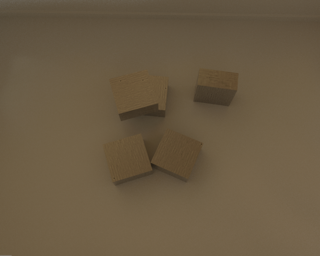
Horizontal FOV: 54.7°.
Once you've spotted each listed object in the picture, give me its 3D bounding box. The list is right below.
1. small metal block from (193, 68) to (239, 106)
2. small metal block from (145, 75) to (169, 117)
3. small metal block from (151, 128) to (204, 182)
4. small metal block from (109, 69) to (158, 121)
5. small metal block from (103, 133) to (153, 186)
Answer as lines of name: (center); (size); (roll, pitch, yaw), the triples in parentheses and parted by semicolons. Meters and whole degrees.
small metal block: (0.074, -0.054, 0.417); (0.050, 0.050, 0.025); (8, 70, 2)
small metal block: (-0.016, -0.045, 0.426); (0.050, 0.025, 0.050); (6, 70, 1)
small metal block: (0.022, 0.035, 0.397); (0.050, 0.025, 0.050); (23, 71, 8)
small metal block: (-0.033, -0.042, 0.398); (0.050, 0.025, 0.050); (-16, 71, -6)
small metal block: (-0.041, 0.040, 0.394); (0.050, 0.025, 0.050); (-16, 71, -6)
